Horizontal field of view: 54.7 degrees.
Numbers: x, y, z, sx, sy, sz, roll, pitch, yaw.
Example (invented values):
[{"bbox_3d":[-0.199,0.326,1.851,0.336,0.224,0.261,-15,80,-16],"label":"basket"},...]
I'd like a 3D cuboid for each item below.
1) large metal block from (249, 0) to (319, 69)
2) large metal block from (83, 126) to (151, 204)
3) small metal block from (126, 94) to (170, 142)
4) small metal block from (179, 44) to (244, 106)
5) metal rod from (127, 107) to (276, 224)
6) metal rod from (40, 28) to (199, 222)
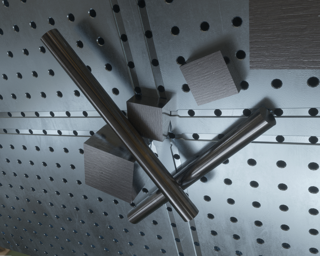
[{"bbox_3d":[0.124,-0.097,0.270,0.080,0.050,0.079,5,121,25],"label":"large metal block"},{"bbox_3d":[-0.064,0.054,0.463,0.080,0.050,0.079,19,126,17],"label":"large metal block"},{"bbox_3d":[-0.015,-0.014,0.410,0.050,0.025,0.050,12,124,21],"label":"small metal block"},{"bbox_3d":[0.058,-0.058,0.345,0.050,0.025,0.050,-16,110,34],"label":"small metal block"},{"bbox_3d":[0.037,0.069,0.434,0.025,0.025,0.298,43,129,-2],"label":"metal rod"},{"bbox_3d":[-0.048,0.001,0.404,0.025,0.025,0.300,-33,98,38],"label":"metal rod"}]
